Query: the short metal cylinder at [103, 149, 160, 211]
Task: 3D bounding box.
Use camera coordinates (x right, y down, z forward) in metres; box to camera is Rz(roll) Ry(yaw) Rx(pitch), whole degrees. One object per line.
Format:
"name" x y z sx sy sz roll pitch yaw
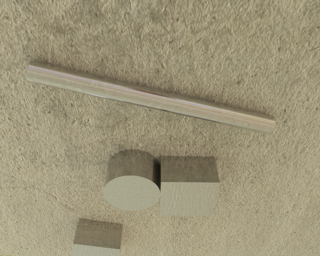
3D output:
"short metal cylinder" -0.040 0.077 0.456 0.081 0.050 0.079 0 130 0

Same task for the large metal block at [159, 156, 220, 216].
"large metal block" 0.040 0.088 0.467 0.081 0.050 0.079 1 130 -2

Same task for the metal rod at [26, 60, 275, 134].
"metal rod" -0.002 -0.034 0.377 0.302 0.025 0.025 12 129 -11

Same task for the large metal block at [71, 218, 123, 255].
"large metal block" -0.118 0.216 0.573 0.081 0.050 0.079 11 129 -10
